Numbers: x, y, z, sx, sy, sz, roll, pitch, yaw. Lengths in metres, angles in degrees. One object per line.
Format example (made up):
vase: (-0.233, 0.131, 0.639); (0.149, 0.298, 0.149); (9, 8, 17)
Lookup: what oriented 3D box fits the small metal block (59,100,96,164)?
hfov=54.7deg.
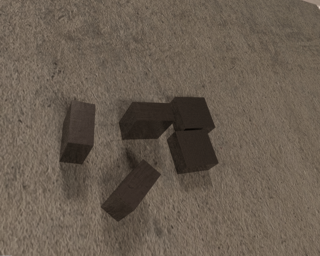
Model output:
small metal block: (-0.090, 0.006, 0.337); (0.025, 0.050, 0.050); (10, 58, -24)

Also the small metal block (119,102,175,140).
small metal block: (-0.017, -0.008, 0.385); (0.050, 0.050, 0.025); (0, 62, -29)

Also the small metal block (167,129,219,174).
small metal block: (0.043, 0.031, 0.410); (0.050, 0.025, 0.050); (-3, 63, -30)

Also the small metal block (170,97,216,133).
small metal block: (0.044, -0.016, 0.439); (0.050, 0.025, 0.050); (-2, 63, -30)

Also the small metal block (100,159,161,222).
small metal block: (-0.031, 0.067, 0.331); (0.025, 0.050, 0.050); (41, 51, -1)
